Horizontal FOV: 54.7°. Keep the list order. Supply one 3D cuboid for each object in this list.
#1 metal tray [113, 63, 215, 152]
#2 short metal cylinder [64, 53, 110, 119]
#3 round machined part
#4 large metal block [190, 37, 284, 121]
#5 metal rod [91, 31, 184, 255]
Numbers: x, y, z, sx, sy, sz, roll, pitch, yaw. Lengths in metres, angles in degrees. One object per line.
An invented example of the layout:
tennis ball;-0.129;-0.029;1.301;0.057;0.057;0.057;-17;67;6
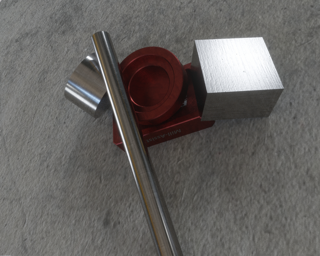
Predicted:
metal tray;0.000;-0.027;0.417;0.130;0.030;0.090;-19;54;16
short metal cylinder;-0.090;-0.060;0.444;0.050;0.080;0.080;35;79;2
round machined part;-0.010;-0.051;0.399;0.098;0.042;0.098;-6;75;22
large metal block;0.083;-0.057;0.358;0.081;0.050;0.080;-4;56;-5
metal rod;-0.030;0.015;0.354;0.025;0.025;0.299;-24;70;13
